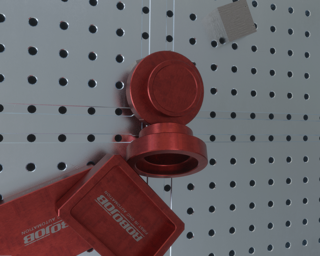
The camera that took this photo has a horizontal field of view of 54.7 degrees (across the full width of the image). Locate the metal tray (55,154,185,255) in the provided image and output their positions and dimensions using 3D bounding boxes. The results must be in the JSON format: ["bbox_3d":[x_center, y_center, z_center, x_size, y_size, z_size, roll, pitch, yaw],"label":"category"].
[{"bbox_3d":[-0.043,0.104,0.361,0.090,0.030,0.130,-46,107,-19],"label":"metal tray"}]

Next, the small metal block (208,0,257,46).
[{"bbox_3d":[0.106,-0.154,0.451,0.050,0.025,0.050,-25,98,-18],"label":"small metal block"}]

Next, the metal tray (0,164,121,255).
[{"bbox_3d":[-0.121,0.108,0.365,0.131,0.030,0.090,-22,98,-19],"label":"metal tray"}]

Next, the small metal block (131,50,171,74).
[{"bbox_3d":[-0.004,-0.070,0.411,0.050,0.025,0.050,-22,97,-19],"label":"small metal block"}]

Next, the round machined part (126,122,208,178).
[{"bbox_3d":[0.008,0.027,0.383,0.099,0.097,0.042,9,61,-20],"label":"round machined part"}]

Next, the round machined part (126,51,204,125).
[{"bbox_3d":[0.011,-0.046,0.381,0.099,0.042,0.097,0,91,-20],"label":"round machined part"}]
